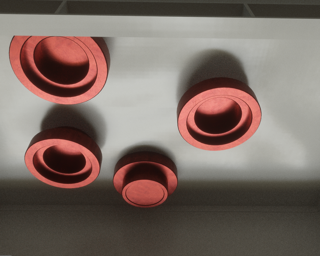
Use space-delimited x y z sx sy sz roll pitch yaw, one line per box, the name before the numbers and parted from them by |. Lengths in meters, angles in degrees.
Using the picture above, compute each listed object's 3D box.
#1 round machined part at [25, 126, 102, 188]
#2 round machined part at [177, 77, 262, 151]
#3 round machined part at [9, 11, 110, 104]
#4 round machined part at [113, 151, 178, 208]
round machined part | -0.129 0.036 0.427 0.099 0.042 0.097 0 130 0
round machined part | 0.070 -0.021 0.381 0.099 0.042 0.097 0 130 0
round machined part | -0.103 -0.077 0.332 0.099 0.042 0.097 0 130 0
round machined part | -0.022 0.084 0.469 0.099 0.042 0.097 0 130 0
